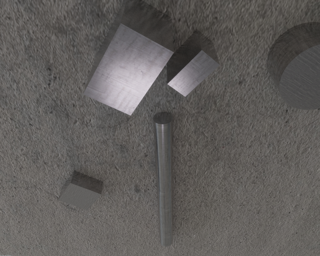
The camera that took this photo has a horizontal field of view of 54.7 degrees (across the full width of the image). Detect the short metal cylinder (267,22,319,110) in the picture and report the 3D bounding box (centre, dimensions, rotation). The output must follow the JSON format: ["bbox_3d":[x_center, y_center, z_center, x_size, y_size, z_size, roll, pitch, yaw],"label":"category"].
[{"bbox_3d":[0.164,-0.066,0.336,0.081,0.050,0.079,0,130,0],"label":"short metal cylinder"}]

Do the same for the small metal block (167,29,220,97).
[{"bbox_3d":[0.033,-0.070,0.332,0.025,0.050,0.050,33,123,-25],"label":"small metal block"}]

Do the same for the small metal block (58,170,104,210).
[{"bbox_3d":[-0.125,0.100,0.491,0.050,0.025,0.050,26,125,-21],"label":"small metal block"}]

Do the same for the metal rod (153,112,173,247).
[{"bbox_3d":[0.008,0.101,0.493,0.025,0.025,0.298,-1,130,1],"label":"metal rod"}]

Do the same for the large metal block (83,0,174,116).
[{"bbox_3d":[-0.030,-0.074,0.308,0.050,0.080,0.080,25,126,-20],"label":"large metal block"}]
